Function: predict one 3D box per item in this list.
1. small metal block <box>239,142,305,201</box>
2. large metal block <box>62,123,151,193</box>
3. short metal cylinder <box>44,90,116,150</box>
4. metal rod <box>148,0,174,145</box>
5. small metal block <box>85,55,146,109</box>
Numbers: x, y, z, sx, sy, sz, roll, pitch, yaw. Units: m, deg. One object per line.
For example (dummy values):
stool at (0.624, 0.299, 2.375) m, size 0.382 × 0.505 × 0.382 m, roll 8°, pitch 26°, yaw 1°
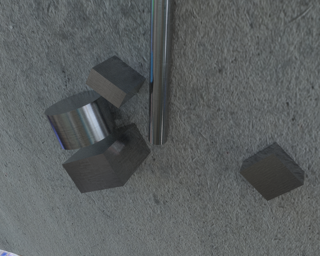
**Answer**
small metal block at (0.133, 0.053, 0.369) m, size 0.050 × 0.025 × 0.050 m, roll 45°, pitch 129°, yaw -4°
large metal block at (-0.073, 0.042, 0.434) m, size 0.080 × 0.080 × 0.050 m, roll -16°, pitch 110°, yaw 34°
short metal cylinder at (-0.106, -0.013, 0.417) m, size 0.080 × 0.080 × 0.050 m, roll -4°, pitch 117°, yaw 29°
metal rod at (0.002, -0.110, 0.336) m, size 0.025 × 0.025 × 0.298 m, roll 15°, pitch 125°, yaw 19°
small metal block at (-0.053, -0.058, 0.381) m, size 0.050 × 0.050 × 0.025 m, roll 37°, pitch 129°, yaw 3°
